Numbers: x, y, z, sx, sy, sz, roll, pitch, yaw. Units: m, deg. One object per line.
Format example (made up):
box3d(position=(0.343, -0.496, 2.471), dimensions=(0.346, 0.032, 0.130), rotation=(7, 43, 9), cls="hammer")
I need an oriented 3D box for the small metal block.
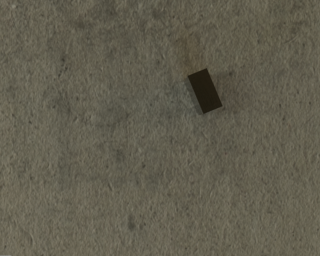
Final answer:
box3d(position=(0.054, -0.045, 0.398), dimensions=(0.025, 0.050, 0.050), rotation=(-23, 90, 0), cls="small metal block")
